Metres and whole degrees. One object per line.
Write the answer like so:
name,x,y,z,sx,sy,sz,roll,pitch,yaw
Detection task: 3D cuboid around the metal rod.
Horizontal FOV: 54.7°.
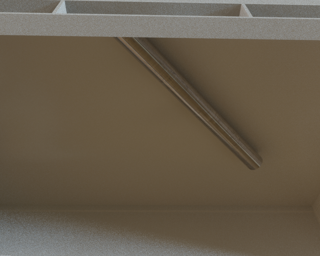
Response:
metal rod,0.040,-0.034,0.380,0.025,0.025,0.301,-34,123,25
